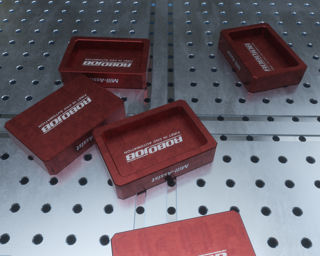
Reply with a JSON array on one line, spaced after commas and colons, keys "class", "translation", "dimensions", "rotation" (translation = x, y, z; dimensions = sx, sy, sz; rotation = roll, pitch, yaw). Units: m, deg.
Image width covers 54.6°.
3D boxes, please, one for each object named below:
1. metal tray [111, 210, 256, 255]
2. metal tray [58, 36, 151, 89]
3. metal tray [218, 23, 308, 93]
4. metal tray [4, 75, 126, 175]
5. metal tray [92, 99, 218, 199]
[{"class": "metal tray", "translation": [0.025, 0.136, 0.291], "dimensions": [0.131, 0.030, 0.090], "rotation": [-9, 51, -8]}, {"class": "metal tray", "translation": [-0.083, -0.106, 0.492], "dimensions": [0.131, 0.030, 0.090], "rotation": [3, 50, 2]}, {"class": "metal tray", "translation": [0.162, -0.118, 0.504], "dimensions": [0.091, 0.030, 0.130], "rotation": [-12, 51, -10]}, {"class": "metal tray", "translation": [-0.121, -0.010, 0.413], "dimensions": [0.090, 0.030, 0.131], "rotation": [33, 57, 25]}, {"class": "metal tray", "translation": [-0.007, 0.021, 0.386], "dimensions": [0.131, 0.030, 0.090], "rotation": [-20, 53, -16]}]
